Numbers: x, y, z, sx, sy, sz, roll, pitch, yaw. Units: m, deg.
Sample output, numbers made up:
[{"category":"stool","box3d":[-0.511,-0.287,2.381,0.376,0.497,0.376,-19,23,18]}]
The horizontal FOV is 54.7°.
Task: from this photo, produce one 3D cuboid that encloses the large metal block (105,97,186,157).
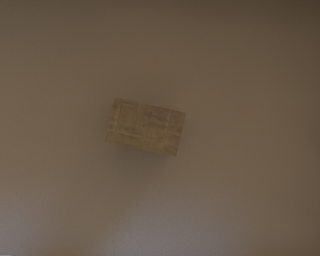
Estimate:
[{"category":"large metal block","box3d":[-0.016,-0.001,0.381,0.080,0.080,0.050,12,90,-1]}]
